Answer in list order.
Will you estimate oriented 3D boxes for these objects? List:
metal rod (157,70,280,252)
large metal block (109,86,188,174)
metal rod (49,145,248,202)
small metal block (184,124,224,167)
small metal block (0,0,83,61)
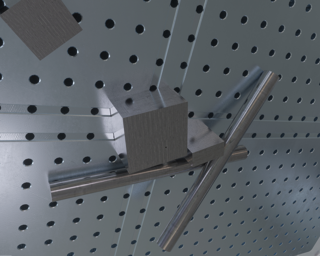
[{"bbox_3d":[0.085,0.049,0.457,0.025,0.025,0.299,31,92,-38],"label":"metal rod"},{"bbox_3d":[-0.013,0.001,0.389,0.081,0.050,0.079,-16,125,-20],"label":"large metal block"},{"bbox_3d":[0.000,0.060,0.448,0.303,0.025,0.025,-8,122,-24],"label":"metal rod"},{"bbox_3d":[0.056,0.024,0.441,0.050,0.050,0.025,-18,126,-18],"label":"small metal block"},{"bbox_3d":[-0.110,-0.101,0.289,0.050,0.025,0.050,-38,129,-3],"label":"small metal block"}]
